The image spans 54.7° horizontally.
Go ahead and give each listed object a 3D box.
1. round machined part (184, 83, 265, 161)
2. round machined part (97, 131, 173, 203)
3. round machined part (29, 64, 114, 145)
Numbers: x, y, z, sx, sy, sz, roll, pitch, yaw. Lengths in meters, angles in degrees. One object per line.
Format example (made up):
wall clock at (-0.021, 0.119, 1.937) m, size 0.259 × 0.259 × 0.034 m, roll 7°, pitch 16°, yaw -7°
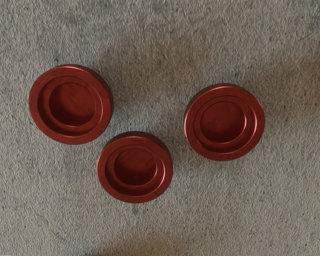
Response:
round machined part at (0.079, -0.010, 0.398) m, size 0.099 × 0.042 × 0.097 m, roll 0°, pitch 110°, yaw 0°
round machined part at (-0.032, 0.049, 0.418) m, size 0.099 × 0.042 × 0.097 m, roll 0°, pitch 110°, yaw 0°
round machined part at (-0.107, -0.032, 0.388) m, size 0.099 × 0.042 × 0.097 m, roll 0°, pitch 110°, yaw 0°
